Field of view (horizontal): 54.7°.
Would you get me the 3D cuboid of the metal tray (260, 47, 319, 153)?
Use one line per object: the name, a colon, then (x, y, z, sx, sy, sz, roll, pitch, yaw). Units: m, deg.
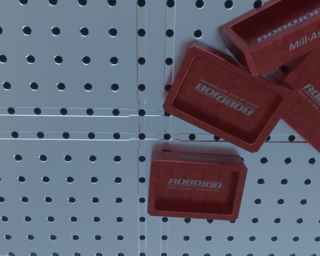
metal tray: (0.205, -0.032, 0.402, 0.130, 0.030, 0.090, 38, 105, -13)

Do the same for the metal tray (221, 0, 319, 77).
metal tray: (0.142, -0.113, 0.336, 0.130, 0.090, 0.030, -26, 124, 8)

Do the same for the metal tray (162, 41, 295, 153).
metal tray: (0.080, -0.036, 0.377, 0.130, 0.030, 0.089, 26, 118, 2)

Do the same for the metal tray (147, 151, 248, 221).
metal tray: (0.050, 0.083, 0.442, 0.131, 0.030, 0.089, 4, 110, -2)
